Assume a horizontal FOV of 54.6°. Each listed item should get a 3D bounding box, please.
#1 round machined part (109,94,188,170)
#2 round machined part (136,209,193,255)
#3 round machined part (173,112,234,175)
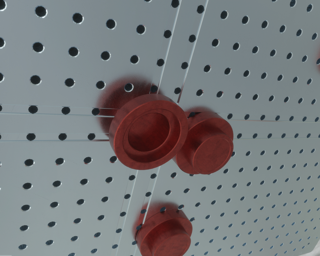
[{"bbox_3d":[-0.017,0.001,0.391,0.099,0.042,0.097,-14,124,-21],"label":"round machined part"},{"bbox_3d":[0.013,0.189,0.523,0.099,0.042,0.097,-14,124,-21],"label":"round machined part"},{"bbox_3d":[0.068,0.029,0.454,0.099,0.042,0.097,-14,124,-21],"label":"round machined part"}]
